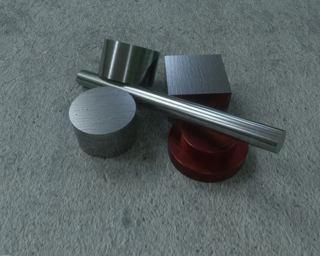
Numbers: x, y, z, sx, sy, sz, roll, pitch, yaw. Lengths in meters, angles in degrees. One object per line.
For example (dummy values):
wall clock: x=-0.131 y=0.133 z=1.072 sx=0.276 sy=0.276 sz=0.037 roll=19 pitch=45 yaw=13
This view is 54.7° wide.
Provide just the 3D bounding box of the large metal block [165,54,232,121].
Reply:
large metal block: x=0.049 y=-0.058 z=0.435 sx=0.081 sy=0.050 sz=0.080 roll=-2 pitch=50 yaw=-2

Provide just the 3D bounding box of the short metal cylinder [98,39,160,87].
short metal cylinder: x=-0.044 y=-0.092 z=0.441 sx=0.080 sy=0.050 sz=0.080 roll=13 pitch=12 yaw=-3

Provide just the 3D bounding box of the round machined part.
round machined part: x=0.059 y=0.014 z=0.381 sx=0.099 sy=0.042 sz=0.098 roll=0 pitch=50 yaw=0

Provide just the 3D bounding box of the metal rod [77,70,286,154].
metal rod: x=0.002 y=-0.031 z=0.387 sx=0.300 sy=0.025 sz=0.025 roll=21 pitch=52 yaw=33

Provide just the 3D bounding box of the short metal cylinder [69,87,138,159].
short metal cylinder: x=-0.069 y=-0.007 z=0.395 sx=0.081 sy=0.050 sz=0.080 roll=0 pitch=50 yaw=0
